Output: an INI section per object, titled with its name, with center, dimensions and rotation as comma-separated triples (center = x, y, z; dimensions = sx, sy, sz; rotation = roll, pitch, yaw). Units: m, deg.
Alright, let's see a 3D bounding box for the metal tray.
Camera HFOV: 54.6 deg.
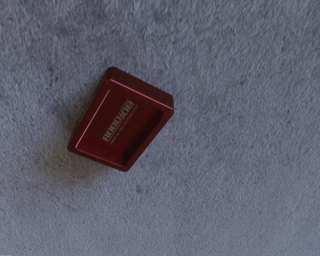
[metal tray]
center = -0.052, -0.005, 0.398
dimensions = 0.090, 0.030, 0.129
rotation = 24, 126, -20
